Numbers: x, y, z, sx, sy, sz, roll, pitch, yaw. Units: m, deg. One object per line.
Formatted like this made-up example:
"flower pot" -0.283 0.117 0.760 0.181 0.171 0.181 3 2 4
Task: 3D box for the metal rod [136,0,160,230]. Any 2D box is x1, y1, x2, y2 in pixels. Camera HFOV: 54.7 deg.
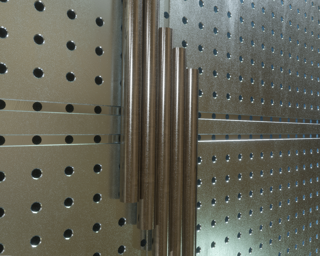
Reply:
"metal rod" -0.015 -0.023 0.397 0.025 0.025 0.298 2 89 -40

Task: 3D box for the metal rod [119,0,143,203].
"metal rod" -0.035 -0.060 0.381 0.025 0.025 0.298 1 89 -40

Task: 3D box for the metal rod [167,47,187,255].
"metal rod" 0.022 0.040 0.429 0.025 0.025 0.298 2 89 -40

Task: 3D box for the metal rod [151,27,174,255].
"metal rod" 0.004 0.018 0.413 0.025 0.025 0.298 2 89 -40

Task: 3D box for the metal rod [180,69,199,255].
"metal rod" 0.041 0.066 0.445 0.025 0.025 0.298 2 89 -40
